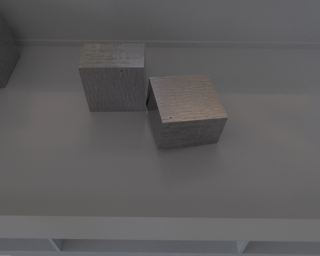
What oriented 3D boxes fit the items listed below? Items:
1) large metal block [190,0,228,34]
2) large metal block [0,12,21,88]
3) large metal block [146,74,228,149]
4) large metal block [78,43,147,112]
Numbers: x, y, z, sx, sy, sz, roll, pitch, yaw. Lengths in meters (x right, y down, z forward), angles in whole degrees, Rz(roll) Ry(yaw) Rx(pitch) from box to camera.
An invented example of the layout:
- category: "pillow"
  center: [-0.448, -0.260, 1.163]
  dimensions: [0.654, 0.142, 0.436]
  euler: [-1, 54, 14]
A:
- category: "large metal block"
  center: [0.087, -0.230, 0.566]
  dimensions: [0.050, 0.080, 0.080]
  euler: [-3, 50, -3]
- category: "large metal block"
  center: [-0.260, -0.117, 0.465]
  dimensions: [0.050, 0.080, 0.080]
  euler: [1, 50, 1]
- category: "large metal block"
  center: [0.031, -0.023, 0.402]
  dimensions: [0.081, 0.050, 0.080]
  euler: [-5, 50, -13]
- category: "large metal block"
  center: [-0.060, -0.068, 0.426]
  dimensions: [0.081, 0.080, 0.050]
  euler: [-1, 50, 0]
